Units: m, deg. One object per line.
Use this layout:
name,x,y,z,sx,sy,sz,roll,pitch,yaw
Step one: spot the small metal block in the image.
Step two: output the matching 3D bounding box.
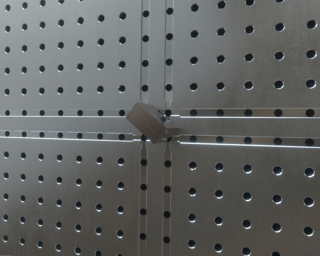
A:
small metal block,-0.010,-0.006,0.402,0.050,0.050,0.025,42,103,15
